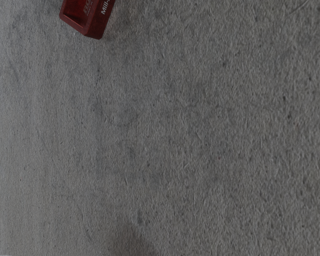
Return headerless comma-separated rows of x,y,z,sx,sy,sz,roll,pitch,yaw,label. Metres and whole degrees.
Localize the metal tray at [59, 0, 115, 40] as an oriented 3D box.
-0.108,-0.219,0.490,0.090,0.030,0.129,39,114,33,metal tray
